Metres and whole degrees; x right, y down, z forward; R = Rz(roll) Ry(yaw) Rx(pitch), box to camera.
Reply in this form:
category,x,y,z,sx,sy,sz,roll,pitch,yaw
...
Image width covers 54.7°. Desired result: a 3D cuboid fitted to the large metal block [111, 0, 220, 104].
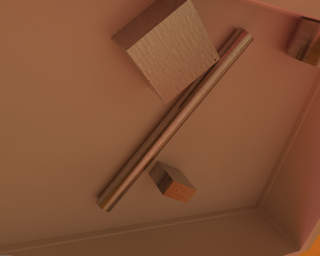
category,x,y,z,sx,sy,sz,roll,pitch,yaw
large metal block,0.007,-0.088,0.343,0.080,0.050,0.080,-40,130,-1

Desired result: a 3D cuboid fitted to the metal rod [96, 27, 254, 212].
category,x,y,z,sx,sy,sz,roll,pitch,yaw
metal rod,0.016,-0.006,0.415,0.025,0.025,0.299,34,99,-39

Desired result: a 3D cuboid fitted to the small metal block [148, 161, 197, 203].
category,x,y,z,sx,sy,sz,roll,pitch,yaw
small metal block,0.018,0.079,0.453,0.050,0.050,0.025,28,103,-38

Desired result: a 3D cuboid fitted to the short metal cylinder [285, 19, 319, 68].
category,x,y,z,sx,sy,sz,roll,pitch,yaw
short metal cylinder,0.222,-0.113,0.427,0.081,0.080,0.050,4,117,-31
